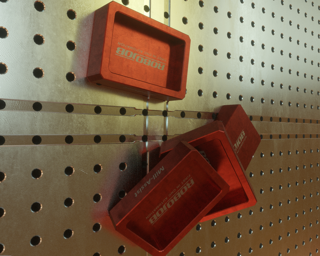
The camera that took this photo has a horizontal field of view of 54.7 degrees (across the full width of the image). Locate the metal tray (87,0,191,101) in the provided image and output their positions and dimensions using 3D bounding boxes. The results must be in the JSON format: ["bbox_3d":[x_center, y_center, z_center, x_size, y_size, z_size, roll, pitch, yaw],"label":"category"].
[{"bbox_3d":[-0.020,-0.090,0.390,0.131,0.030,0.089,10,84,-40],"label":"metal tray"}]

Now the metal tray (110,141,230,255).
[{"bbox_3d":[0.014,0.091,0.386,0.130,0.030,0.090,-45,120,-3],"label":"metal tray"}]

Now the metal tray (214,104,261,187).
[{"bbox_3d":[0.109,0.036,0.500,0.090,0.030,0.130,51,60,-28],"label":"metal tray"}]

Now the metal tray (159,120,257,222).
[{"bbox_3d":[0.067,0.063,0.426,0.130,0.090,0.030,61,16,-22],"label":"metal tray"}]
